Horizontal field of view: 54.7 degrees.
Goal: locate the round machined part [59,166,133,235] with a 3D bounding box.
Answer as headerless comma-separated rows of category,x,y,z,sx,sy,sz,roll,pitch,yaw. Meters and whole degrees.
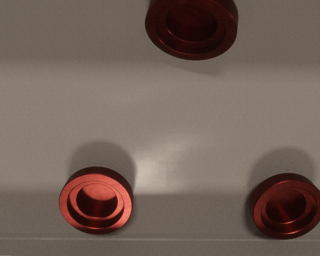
round machined part,-0.087,0.097,0.437,0.099,0.042,0.097,0,110,-1

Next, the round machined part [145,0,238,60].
round machined part,0.036,-0.121,0.340,0.099,0.098,0.042,14,66,-6

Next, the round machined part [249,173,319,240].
round machined part,0.177,0.107,0.444,0.099,0.042,0.097,0,110,-1
